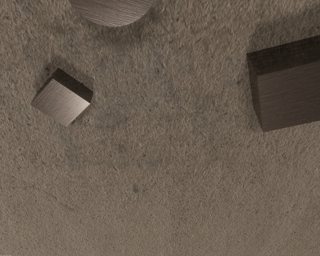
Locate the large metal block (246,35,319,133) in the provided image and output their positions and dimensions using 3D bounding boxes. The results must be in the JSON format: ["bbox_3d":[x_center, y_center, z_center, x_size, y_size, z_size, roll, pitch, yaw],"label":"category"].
[{"bbox_3d":[0.149,-0.048,0.352,0.080,0.050,0.080,-13,129,10],"label":"large metal block"}]

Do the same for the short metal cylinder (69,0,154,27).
[{"bbox_3d":[-0.042,-0.138,0.273,0.081,0.050,0.079,0,130,0],"label":"short metal cylinder"}]

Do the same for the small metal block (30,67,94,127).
[{"bbox_3d":[-0.118,-0.036,0.375,0.050,0.025,0.050,36,121,-27],"label":"small metal block"}]
